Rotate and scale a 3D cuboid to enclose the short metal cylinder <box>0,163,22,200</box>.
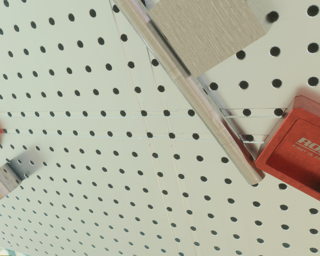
[{"bbox_3d":[-0.327,0.114,0.619,0.080,0.080,0.050,-25,105,37],"label":"short metal cylinder"}]

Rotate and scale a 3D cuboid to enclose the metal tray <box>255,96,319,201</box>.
[{"bbox_3d":[0.183,0.034,0.332,0.130,0.030,0.089,28,128,10],"label":"metal tray"}]

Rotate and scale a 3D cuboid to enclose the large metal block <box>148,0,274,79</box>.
[{"bbox_3d":[0.050,-0.108,0.301,0.080,0.050,0.080,-29,103,37],"label":"large metal block"}]

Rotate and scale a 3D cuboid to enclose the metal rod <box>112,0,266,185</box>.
[{"bbox_3d":[0.030,-0.054,0.361,0.025,0.025,0.300,-30,102,38],"label":"metal rod"}]
